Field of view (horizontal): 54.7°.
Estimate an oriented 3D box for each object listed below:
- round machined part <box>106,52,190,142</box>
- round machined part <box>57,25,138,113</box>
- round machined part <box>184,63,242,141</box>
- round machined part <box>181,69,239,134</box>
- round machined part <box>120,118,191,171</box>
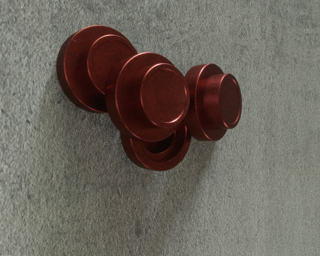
[{"bbox_3d":[-0.006,-0.034,0.337,0.099,0.042,0.097,0,90,-40],"label":"round machined part"},{"bbox_3d":[-0.059,-0.066,0.346,0.099,0.042,0.097,0,90,-40],"label":"round machined part"},{"bbox_3d":[0.070,-0.032,0.388,0.099,0.042,0.097,3,87,-53],"label":"round machined part"},{"bbox_3d":[0.081,-0.040,0.465,0.099,0.042,0.097,0,90,-40],"label":"round machined part"},{"bbox_3d":[-0.009,0.004,0.389,0.099,0.042,0.097,0,90,-40],"label":"round machined part"}]
